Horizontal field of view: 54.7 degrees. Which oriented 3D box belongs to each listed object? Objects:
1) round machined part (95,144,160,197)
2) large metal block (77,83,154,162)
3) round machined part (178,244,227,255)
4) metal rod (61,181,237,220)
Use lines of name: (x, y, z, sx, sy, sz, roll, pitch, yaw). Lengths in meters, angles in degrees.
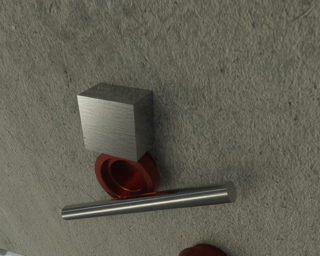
round machined part: (-0.044, 0.065, 0.459, 0.098, 0.042, 0.097, 13, 124, 20)
large metal block: (-0.056, -0.010, 0.412, 0.080, 0.050, 0.079, 11, 121, 22)
round machined part: (0.075, 0.226, 0.496, 0.098, 0.042, 0.097, 13, 124, 21)
metal rod: (-0.037, 0.108, 0.438, 0.300, 0.025, 0.025, -17, 110, 34)
